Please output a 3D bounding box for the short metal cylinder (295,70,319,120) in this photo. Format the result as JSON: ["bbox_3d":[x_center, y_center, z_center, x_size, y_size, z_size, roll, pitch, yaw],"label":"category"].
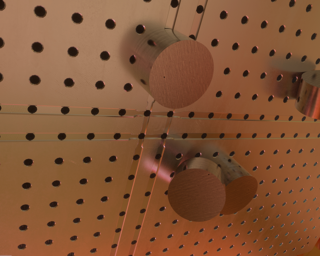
[{"bbox_3d":[0.259,-0.052,0.485,0.081,0.080,0.050,-14,124,-21],"label":"short metal cylinder"}]

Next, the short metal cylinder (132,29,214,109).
[{"bbox_3d":[0.015,-0.069,0.360,0.081,0.050,0.079,-14,124,-21],"label":"short metal cylinder"}]

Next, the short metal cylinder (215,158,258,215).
[{"bbox_3d":[0.114,0.097,0.518,0.081,0.050,0.079,-14,124,-21],"label":"short metal cylinder"}]

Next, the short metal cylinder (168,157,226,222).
[{"bbox_3d":[0.055,0.089,0.454,0.080,0.050,0.079,2,103,11],"label":"short metal cylinder"}]
